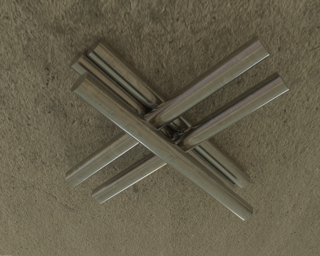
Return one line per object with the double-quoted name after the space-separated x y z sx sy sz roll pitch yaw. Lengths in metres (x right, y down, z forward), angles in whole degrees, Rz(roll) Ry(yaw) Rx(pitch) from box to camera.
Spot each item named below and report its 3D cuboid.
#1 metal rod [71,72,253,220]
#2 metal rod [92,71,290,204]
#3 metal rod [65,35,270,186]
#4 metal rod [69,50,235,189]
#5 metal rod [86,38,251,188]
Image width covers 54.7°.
0.022 0.038 0.376 0.025 0.025 0.301 -35 122 26 "metal rod"
0.021 0.025 0.397 0.299 0.025 0.025 -34 123 25 "metal rod"
-0.010 -0.006 0.371 0.299 0.025 0.025 -34 123 25 "metal rod"
0.008 0.008 0.415 0.025 0.025 0.301 -34 123 25 "metal rod"
0.029 -0.003 0.406 0.025 0.025 0.301 -34 123 25 "metal rod"
